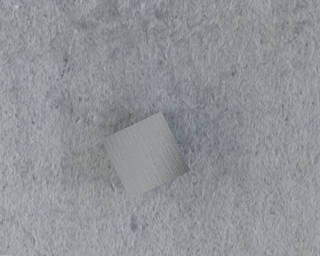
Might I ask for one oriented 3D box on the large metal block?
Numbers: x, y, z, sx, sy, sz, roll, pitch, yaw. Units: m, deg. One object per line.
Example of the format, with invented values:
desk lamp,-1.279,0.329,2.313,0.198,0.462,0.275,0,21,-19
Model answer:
large metal block,-0.017,0.033,0.397,0.080,0.050,0.080,-26,90,0
